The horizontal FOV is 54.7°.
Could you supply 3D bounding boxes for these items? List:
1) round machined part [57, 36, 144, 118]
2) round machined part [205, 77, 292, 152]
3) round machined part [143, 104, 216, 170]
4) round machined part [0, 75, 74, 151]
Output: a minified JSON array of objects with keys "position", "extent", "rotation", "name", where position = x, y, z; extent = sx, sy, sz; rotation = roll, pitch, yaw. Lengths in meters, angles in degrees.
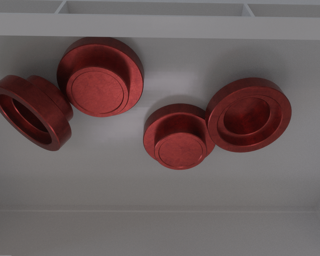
[{"position":[-0.068,-0.051,0.354],"extent":[0.099,0.042,0.097],"rotation":[0,130,0],"name":"round machined part"},{"position":[0.104,-0.019,0.379],"extent":[0.099,0.042,0.097],"rotation":[-3,128,-3],"name":"round machined part"},{"position":[0.027,0.019,0.414],"extent":[0.099,0.042,0.097],"rotation":[0,130,0],"name":"round machined part"},{"position":[-0.141,-0.022,0.359],"extent":[0.098,0.042,0.097],"rotation":[25,146,19],"name":"round machined part"}]
